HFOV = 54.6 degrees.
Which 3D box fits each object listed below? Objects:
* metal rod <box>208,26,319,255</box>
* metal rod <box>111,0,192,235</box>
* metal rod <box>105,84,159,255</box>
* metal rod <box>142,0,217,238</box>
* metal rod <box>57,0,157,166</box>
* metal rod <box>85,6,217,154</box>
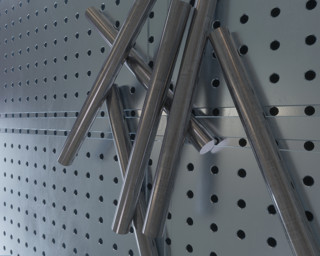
[{"bbox_3d":[0.111,0.030,0.318,0.025,0.025,0.299,-28,72,36],"label":"metal rod"},{"bbox_3d":[-0.014,-0.003,0.388,0.025,0.025,0.298,25,106,37],"label":"metal rod"},{"bbox_3d":[-0.039,0.079,0.442,0.025,0.025,0.299,-24,75,37],"label":"metal rod"},{"bbox_3d":[0.025,-0.024,0.359,0.025,0.025,0.299,12,89,39],"label":"metal rod"},{"bbox_3d":[-0.082,-0.061,0.444,0.025,0.025,0.298,47,118,29],"label":"metal rod"},{"bbox_3d":[-0.027,-0.081,0.432,0.300,0.025,0.025,51,120,27],"label":"metal rod"}]
